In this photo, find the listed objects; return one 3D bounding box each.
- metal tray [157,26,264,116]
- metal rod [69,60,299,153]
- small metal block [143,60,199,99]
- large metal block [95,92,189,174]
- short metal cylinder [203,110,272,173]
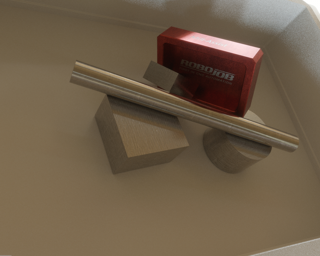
[{"bbox_3d":[0.059,-0.073,0.409,0.130,0.089,0.030,22,46,22],"label":"metal tray"},{"bbox_3d":[0.045,-0.019,0.376,0.302,0.025,0.025,17,55,-19],"label":"metal rod"},{"bbox_3d":[0.015,-0.062,0.408,0.050,0.025,0.050,34,11,36],"label":"small metal block"},{"bbox_3d":[-0.024,0.003,0.375,0.081,0.050,0.080,-8,66,-32],"label":"large metal block"},{"bbox_3d":[0.109,0.018,0.438,0.081,0.050,0.080,14,56,-21],"label":"short metal cylinder"}]
